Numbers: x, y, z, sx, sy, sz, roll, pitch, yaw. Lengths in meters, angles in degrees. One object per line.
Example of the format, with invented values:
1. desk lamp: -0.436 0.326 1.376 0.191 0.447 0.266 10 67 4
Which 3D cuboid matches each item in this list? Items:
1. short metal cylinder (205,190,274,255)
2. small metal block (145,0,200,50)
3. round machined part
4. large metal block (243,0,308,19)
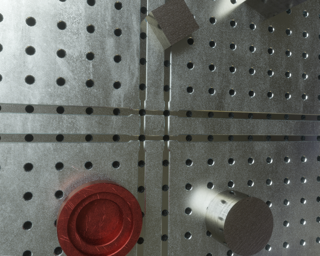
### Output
1. short metal cylinder: 0.113 0.133 0.443 0.081 0.050 0.079 0 90 -20
2. small metal block: 0.017 -0.143 0.420 0.050 0.025 0.050 -36 102 -17
3. round machined part: -0.074 0.112 0.377 0.099 0.042 0.097 0 90 -21
4. large metal block: 0.179 -0.219 0.451 0.050 0.080 0.080 27 81 -19
